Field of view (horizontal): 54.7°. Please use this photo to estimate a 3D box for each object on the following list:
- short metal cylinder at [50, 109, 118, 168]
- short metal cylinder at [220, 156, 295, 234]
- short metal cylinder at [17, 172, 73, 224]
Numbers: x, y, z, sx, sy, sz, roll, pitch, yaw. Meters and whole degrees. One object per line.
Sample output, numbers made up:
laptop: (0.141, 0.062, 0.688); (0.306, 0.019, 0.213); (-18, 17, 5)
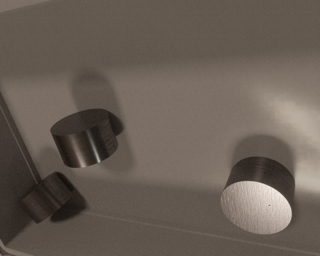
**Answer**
short metal cylinder: (-0.104, 0.012, 0.434); (0.080, 0.080, 0.050); (0, 118, 28)
short metal cylinder: (0.120, 0.082, 0.379); (0.080, 0.050, 0.079); (13, 124, 20)
short metal cylinder: (-0.205, 0.123, 0.554); (0.080, 0.080, 0.050); (-29, 102, 37)
